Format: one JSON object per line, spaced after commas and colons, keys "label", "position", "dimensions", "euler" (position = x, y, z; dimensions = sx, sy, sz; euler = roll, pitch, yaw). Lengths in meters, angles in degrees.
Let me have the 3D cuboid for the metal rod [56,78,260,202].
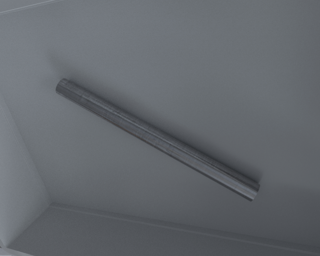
{"label": "metal rod", "position": [-0.010, 0.011, 0.417], "dimensions": [0.301, 0.025, 0.025], "euler": [29, 128, 9]}
